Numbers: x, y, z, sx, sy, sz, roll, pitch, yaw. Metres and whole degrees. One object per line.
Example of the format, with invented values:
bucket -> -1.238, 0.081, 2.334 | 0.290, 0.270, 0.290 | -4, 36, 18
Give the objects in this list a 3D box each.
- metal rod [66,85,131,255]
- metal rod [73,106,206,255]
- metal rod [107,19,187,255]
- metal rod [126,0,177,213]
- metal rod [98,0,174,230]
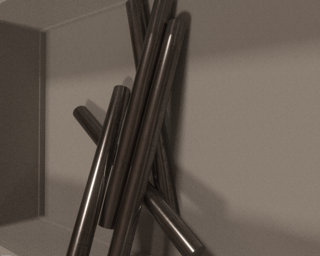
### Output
metal rod -> -0.080, 0.075, 0.384 | 0.025, 0.025, 0.300 | -14, 54, 39
metal rod -> -0.047, 0.053, 0.419 | 0.300, 0.025, 0.025 | 43, 116, 39
metal rod -> -0.014, 0.014, 0.371 | 0.025, 0.025, 0.299 | 9, 81, 39
metal rod -> -0.012, -0.029, 0.415 | 0.025, 0.025, 0.298 | -15, 81, 39
metal rod -> -0.028, -0.025, 0.390 | 0.025, 0.025, 0.298 | 10, 85, 39
